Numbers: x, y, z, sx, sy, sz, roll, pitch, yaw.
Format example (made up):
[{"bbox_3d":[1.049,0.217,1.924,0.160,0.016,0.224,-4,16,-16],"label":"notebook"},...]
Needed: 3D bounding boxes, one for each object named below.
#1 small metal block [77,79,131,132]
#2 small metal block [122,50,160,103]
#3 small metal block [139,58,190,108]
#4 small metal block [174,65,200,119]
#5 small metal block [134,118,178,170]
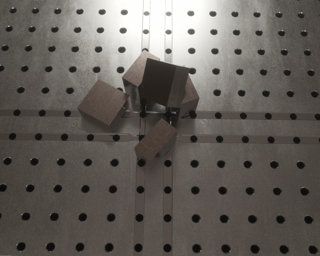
[{"bbox_3d":[-0.075,-0.031,0.422,0.050,0.025,0.050,28,72,9],"label":"small metal block"},{"bbox_3d":[-0.024,-0.069,0.424,0.025,0.050,0.050,32,73,11],"label":"small metal block"},{"bbox_3d":[0.005,-0.057,0.385,0.050,0.025,0.050,25,107,40],"label":"small metal block"},{"bbox_3d":[0.029,-0.047,0.416,0.025,0.050,0.050,-20,72,-7],"label":"small metal block"},{"bbox_3d":[-0.005,0.021,0.391,0.025,0.050,0.050,39,74,12],"label":"small metal block"}]
